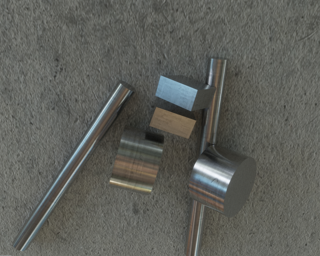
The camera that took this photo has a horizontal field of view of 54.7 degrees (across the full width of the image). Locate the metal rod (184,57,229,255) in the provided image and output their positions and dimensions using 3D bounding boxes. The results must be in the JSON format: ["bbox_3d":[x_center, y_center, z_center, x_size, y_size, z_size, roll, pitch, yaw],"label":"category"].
[{"bbox_3d":[0.061,0.054,0.430,0.025,0.025,0.298,4,110,-2],"label":"metal rod"}]

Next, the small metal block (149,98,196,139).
[{"bbox_3d":[0.015,-0.014,0.391,0.050,0.050,0.025,19,109,-7],"label":"small metal block"}]

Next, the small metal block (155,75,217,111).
[{"bbox_3d":[0.031,-0.043,0.370,0.050,0.050,0.025,26,112,27],"label":"small metal block"}]

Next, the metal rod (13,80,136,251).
[{"bbox_3d":[-0.126,0.062,0.431,0.025,0.025,0.299,33,107,-12],"label":"metal rod"}]

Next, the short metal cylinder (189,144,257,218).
[{"bbox_3d":[0.082,0.067,0.399,0.050,0.081,0.079,21,116,37],"label":"short metal cylinder"}]

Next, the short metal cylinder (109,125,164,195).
[{"bbox_3d":[-0.030,0.041,0.395,0.050,0.080,0.079,15,109,-6],"label":"short metal cylinder"}]
